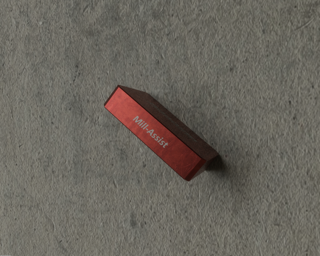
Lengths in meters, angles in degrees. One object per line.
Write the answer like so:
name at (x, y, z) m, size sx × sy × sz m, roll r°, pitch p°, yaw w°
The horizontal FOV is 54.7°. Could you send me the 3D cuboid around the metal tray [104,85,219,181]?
metal tray at (0.005, 0.003, 0.373) m, size 0.130 × 0.090 × 0.030 m, roll 41°, pitch 103°, yaw 15°
